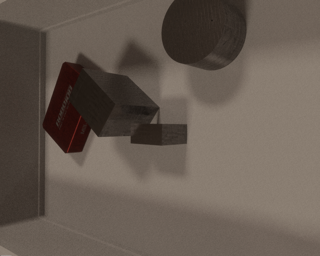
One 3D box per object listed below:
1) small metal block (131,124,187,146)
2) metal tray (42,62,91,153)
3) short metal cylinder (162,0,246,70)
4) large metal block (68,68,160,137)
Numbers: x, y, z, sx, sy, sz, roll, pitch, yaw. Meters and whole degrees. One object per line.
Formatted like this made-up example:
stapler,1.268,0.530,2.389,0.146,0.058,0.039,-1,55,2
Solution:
small metal block,-0.001,0.007,0.390,0.050,0.050,0.025,1,91,39
metal tray,-0.148,-0.034,0.522,0.090,0.030,0.129,39,113,32
short metal cylinder,0.049,-0.108,0.349,0.080,0.050,0.079,0,90,39
large metal block,-0.062,-0.033,0.420,0.080,0.081,0.050,46,117,30
